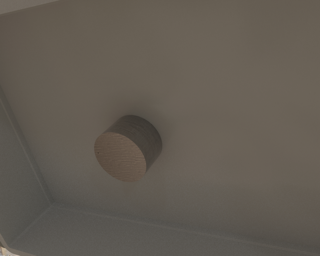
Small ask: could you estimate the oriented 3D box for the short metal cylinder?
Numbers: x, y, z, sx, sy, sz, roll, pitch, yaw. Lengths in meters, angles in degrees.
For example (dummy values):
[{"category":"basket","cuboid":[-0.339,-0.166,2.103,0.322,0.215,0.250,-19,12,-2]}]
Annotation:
[{"category":"short metal cylinder","cuboid":[-0.044,0.029,0.434,0.080,0.050,0.080,13,124,21]}]
